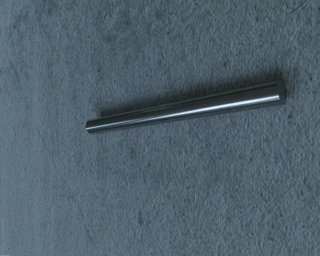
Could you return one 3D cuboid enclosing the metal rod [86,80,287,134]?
[{"bbox_3d":[0.006,-0.019,0.400,0.300,0.025,0.025,-8,85,39],"label":"metal rod"}]
